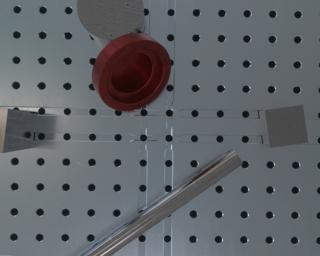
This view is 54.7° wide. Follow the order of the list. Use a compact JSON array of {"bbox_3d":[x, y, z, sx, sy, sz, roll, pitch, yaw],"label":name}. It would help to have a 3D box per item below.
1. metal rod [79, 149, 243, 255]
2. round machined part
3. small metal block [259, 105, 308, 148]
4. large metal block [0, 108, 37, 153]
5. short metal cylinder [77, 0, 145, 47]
[{"bbox_3d":[-0.020,0.124,0.413,0.301,0.025,0.025,-35,90,0],"label":"metal rod"},{"bbox_3d":[-0.039,-0.073,0.387,0.098,0.098,0.042,-41,52,0],"label":"round machined part"},{"bbox_3d":[0.165,-0.002,0.415,0.050,0.025,0.050,-8,90,0],"label":"small metal block"},{"bbox_3d":[-0.212,-0.001,0.384,0.081,0.080,0.050,6,90,0],"label":"large metal block"},{"bbox_3d":[-0.060,-0.147,0.400,0.081,0.050,0.079,0,90,0],"label":"short metal cylinder"}]
